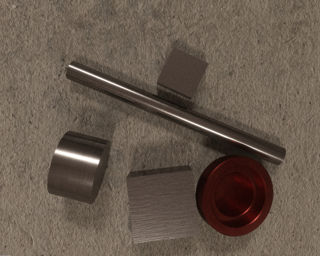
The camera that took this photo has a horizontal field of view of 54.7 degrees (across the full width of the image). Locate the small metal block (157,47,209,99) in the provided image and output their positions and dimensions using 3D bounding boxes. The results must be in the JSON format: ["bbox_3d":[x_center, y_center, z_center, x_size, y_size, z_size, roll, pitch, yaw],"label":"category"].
[{"bbox_3d":[0.029,-0.071,0.410,0.050,0.025,0.050,25,90,-1],"label":"small metal block"}]

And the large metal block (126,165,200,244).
[{"bbox_3d":[0.004,0.095,0.398,0.081,0.050,0.079,-7,90,-1],"label":"large metal block"}]

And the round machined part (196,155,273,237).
[{"bbox_3d":[0.090,0.082,0.394,0.099,0.042,0.097,-1,93,-18],"label":"round machined part"}]

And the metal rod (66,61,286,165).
[{"bbox_3d":[0.021,-0.019,0.410,0.301,0.025,0.025,22,90,-1],"label":"metal rod"}]

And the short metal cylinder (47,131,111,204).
[{"bbox_3d":[-0.097,0.048,0.381,0.050,0.080,0.080,15,90,0],"label":"short metal cylinder"}]
